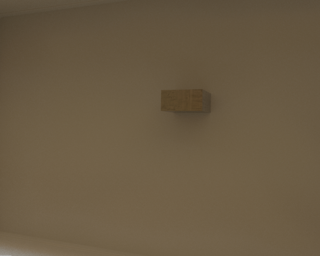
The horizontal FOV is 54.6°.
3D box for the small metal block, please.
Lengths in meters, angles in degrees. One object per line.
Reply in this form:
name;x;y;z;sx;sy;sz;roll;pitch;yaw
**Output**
small metal block;0.033;-0.033;0.386;0.050;0.050;0.025;1;91;20
